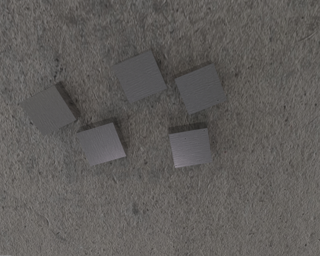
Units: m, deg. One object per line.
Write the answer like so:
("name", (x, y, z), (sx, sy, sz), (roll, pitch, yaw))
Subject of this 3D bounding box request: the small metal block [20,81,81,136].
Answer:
("small metal block", (-0.139, -0.025, 0.399), (0.050, 0.025, 0.050), (-26, 108, 9))

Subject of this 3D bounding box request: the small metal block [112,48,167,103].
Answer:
("small metal block", (-0.024, -0.065, 0.385), (0.050, 0.025, 0.050), (-21, 109, 7))

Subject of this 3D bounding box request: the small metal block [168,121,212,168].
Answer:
("small metal block", (0.041, 0.023, 0.418), (0.050, 0.025, 0.050), (-10, 110, 3))

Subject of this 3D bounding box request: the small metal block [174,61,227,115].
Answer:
("small metal block", (0.050, -0.051, 0.391), (0.050, 0.025, 0.050), (-22, 109, 7))

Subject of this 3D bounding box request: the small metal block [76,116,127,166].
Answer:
("small metal block", (-0.076, 0.018, 0.416), (0.050, 0.025, 0.050), (-17, 109, 6))
